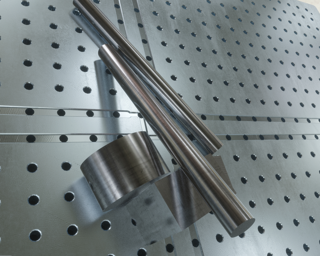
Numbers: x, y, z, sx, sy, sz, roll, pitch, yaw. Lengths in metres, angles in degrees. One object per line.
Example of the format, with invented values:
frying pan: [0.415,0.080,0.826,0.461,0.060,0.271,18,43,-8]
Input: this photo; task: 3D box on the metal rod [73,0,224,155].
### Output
metal rod: [-0.020,-0.080,0.447,0.300,0.025,0.025,48,51,5]

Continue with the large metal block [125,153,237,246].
large metal block: [0.021,0.078,0.338,0.081,0.080,0.050,-21,74,-36]

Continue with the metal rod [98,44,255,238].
metal rod: [-0.004,-0.013,0.345,0.025,0.025,0.300,-8,44,-32]

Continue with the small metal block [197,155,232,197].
small metal block: [0.061,0.066,0.403,0.050,0.025,0.050,-3,63,-30]

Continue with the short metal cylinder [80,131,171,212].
short metal cylinder: [-0.036,0.046,0.327,0.081,0.080,0.050,-21,73,-36]
